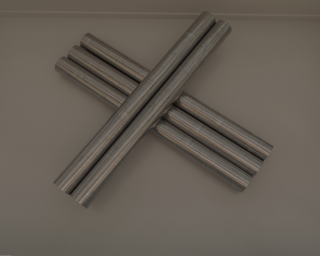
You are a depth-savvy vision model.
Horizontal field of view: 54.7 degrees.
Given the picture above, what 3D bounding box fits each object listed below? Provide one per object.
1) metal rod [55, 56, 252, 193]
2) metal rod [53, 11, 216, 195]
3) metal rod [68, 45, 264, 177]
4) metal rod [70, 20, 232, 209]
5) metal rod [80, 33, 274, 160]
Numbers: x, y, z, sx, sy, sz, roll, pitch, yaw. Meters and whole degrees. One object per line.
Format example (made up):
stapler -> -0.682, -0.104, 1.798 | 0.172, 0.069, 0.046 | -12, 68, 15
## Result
metal rod -> -0.017, -0.010, 0.412 | 0.301, 0.025, 0.025 | 33, 73, 11
metal rod -> -0.022, -0.042, 0.397 | 0.025, 0.025, 0.300 | 36, 74, 12
metal rod -> -0.001, -0.028, 0.418 | 0.301, 0.025, 0.025 | 33, 73, 11
metal rod -> -0.001, -0.029, 0.392 | 0.025, 0.025, 0.300 | 36, 74, 12
metal rod -> 0.015, -0.048, 0.425 | 0.300, 0.025, 0.025 | 33, 73, 11
